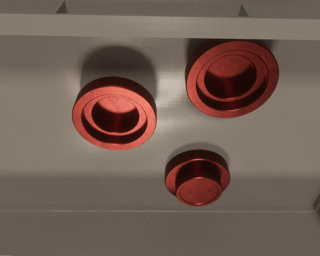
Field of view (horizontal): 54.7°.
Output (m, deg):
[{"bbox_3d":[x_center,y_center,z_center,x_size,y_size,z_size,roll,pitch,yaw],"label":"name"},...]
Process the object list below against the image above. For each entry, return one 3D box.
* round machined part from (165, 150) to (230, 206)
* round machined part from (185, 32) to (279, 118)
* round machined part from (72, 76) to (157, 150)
[{"bbox_3d":[0.057,0.081,0.468,0.099,0.042,0.097,-1,130,0],"label":"round machined part"},{"bbox_3d":[0.077,-0.062,0.347,0.099,0.042,0.097,-1,130,0],"label":"round machined part"},{"bbox_3d":[-0.053,-0.022,0.379,0.099,0.042,0.097,-1,130,0],"label":"round machined part"}]
